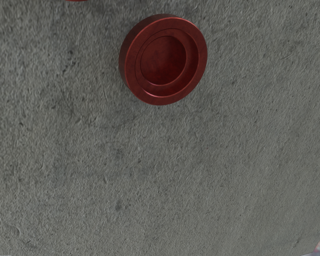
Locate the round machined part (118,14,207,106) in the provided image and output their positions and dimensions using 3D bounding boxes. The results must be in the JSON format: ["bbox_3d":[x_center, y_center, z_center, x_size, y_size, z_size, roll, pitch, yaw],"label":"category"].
[{"bbox_3d":[0.000,-0.078,0.348,0.099,0.042,0.097,-14,124,-21],"label":"round machined part"}]
